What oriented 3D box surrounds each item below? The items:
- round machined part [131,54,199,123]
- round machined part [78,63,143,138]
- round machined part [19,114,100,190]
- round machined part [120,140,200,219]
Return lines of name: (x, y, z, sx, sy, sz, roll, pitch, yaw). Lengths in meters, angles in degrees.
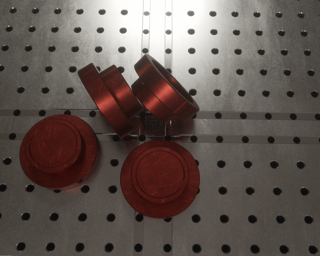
round machined part: (0.002, -0.044, 0.395, 0.042, 0.098, 0.098, -43, 74, 14)
round machined part: (-0.056, -0.039, 0.385, 0.042, 0.098, 0.098, -33, 73, -3)
round machined part: (-0.128, 0.027, 0.391, 0.099, 0.042, 0.098, 0, 70, -1)
round machined part: (0.000, 0.061, 0.381, 0.099, 0.042, 0.098, 0, 70, -1)
